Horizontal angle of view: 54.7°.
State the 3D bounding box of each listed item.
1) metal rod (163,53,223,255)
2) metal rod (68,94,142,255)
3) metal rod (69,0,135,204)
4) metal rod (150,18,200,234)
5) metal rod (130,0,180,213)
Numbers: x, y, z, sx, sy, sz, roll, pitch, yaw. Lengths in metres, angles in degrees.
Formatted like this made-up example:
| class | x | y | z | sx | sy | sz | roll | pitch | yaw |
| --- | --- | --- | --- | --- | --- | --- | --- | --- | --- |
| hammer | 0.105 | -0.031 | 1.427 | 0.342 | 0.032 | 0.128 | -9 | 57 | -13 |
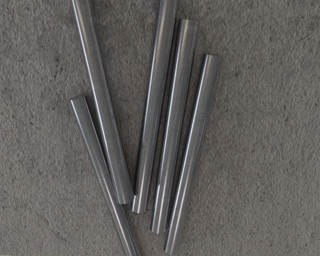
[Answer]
| class | x | y | z | sx | sy | sz | roll | pitch | yaw |
| --- | --- | --- | --- | --- | --- | --- | --- | --- | --- |
| metal rod | 0.041 | 0.049 | 0.427 | 0.025 | 0.025 | 0.298 | 9 | 110 | -3 |
| metal rod | -0.069 | 0.096 | 0.444 | 0.025 | 0.025 | 0.298 | -13 | 110 | 5 |
| metal rod | -0.072 | -0.042 | 0.385 | 0.025 | 0.025 | 0.298 | -9 | 107 | 3 |
| metal rod | 0.016 | 0.012 | 0.414 | 0.025 | 0.025 | 0.298 | 7 | 110 | -3 |
| metal rod | -0.010 | -0.022 | 0.401 | 0.025 | 0.025 | 0.298 | 8 | 110 | -3 |
